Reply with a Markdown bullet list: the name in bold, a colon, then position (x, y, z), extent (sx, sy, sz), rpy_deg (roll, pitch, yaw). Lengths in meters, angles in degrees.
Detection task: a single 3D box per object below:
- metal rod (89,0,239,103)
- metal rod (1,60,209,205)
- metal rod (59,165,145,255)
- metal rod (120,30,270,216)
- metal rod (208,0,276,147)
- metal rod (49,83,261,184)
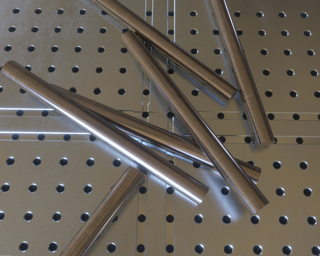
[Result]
- **metal rod**: position (-0.012, -0.137, 0.461), extent (0.300, 0.025, 0.025), rpy_deg (39, 75, 13)
- **metal rod**: position (-0.072, 0.003, 0.394), extent (0.301, 0.025, 0.025), rpy_deg (33, 73, 5)
- **metal rod**: position (-0.117, 0.169, 0.349), extent (0.025, 0.025, 0.300), rpy_deg (35, 73, 12)
- **metal rod**: position (0.031, -0.023, 0.401), extent (0.025, 0.025, 0.299), rpy_deg (-31, 66, -10)
- **metal rod**: position (0.108, -0.116, 0.454), extent (0.025, 0.025, 0.299), rpy_deg (-11, 70, -4)
- **metal rod**: position (-0.016, 0.006, 0.409), extent (0.301, 0.025, 0.025), rpy_deg (22, 72, 8)
